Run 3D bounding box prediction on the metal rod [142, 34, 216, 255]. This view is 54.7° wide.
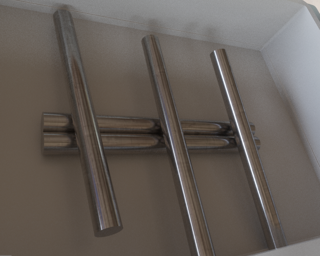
[{"bbox_3d":[0.016,0.007,0.378,0.025,0.025,0.299,1,61,-28],"label":"metal rod"}]

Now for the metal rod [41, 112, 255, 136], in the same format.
[{"bbox_3d":[0.005,-0.001,0.409,0.303,0.025,0.025,2,61,-28],"label":"metal rod"}]

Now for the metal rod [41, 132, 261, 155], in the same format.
[{"bbox_3d":[0.009,0.020,0.398,0.303,0.025,0.025,2,61,-28],"label":"metal rod"}]

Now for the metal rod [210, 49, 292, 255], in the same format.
[{"bbox_3d":[0.120,0.028,0.425,0.025,0.025,0.299,-4,72,-30],"label":"metal rod"}]

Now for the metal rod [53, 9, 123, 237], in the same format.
[{"bbox_3d":[-0.088,-0.031,0.345,0.025,0.025,0.299,-1,54,-29],"label":"metal rod"}]
